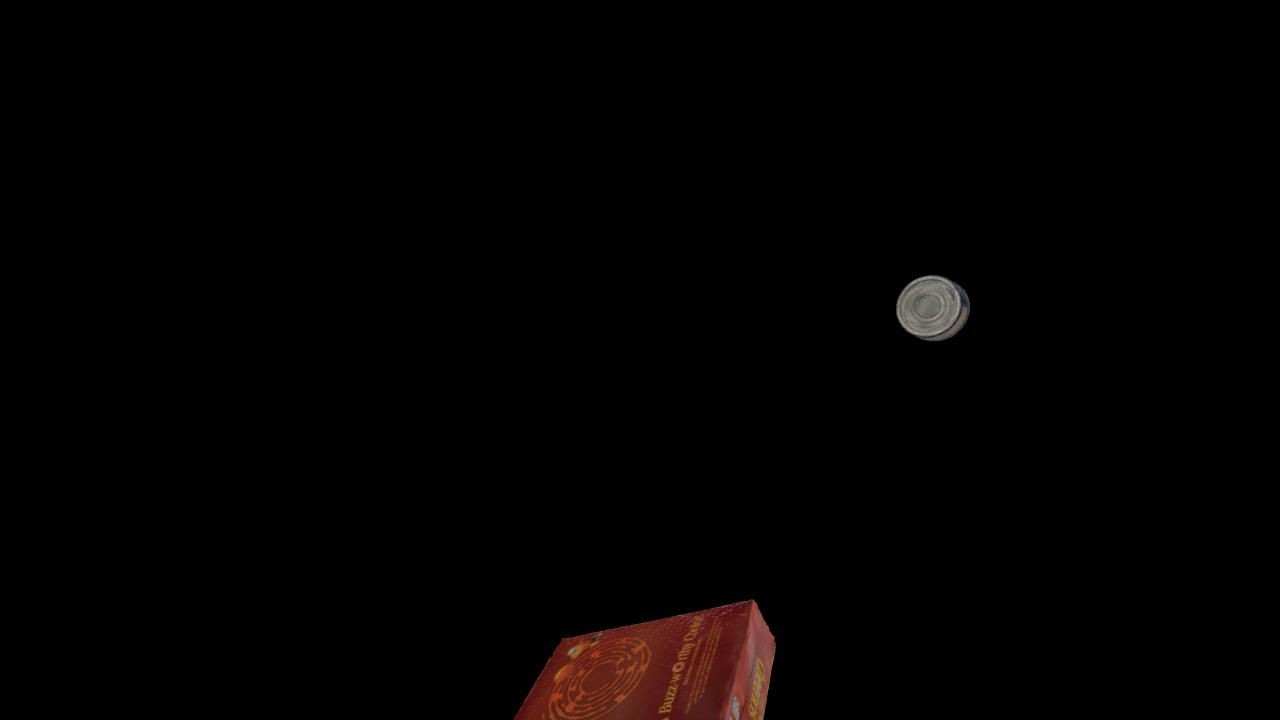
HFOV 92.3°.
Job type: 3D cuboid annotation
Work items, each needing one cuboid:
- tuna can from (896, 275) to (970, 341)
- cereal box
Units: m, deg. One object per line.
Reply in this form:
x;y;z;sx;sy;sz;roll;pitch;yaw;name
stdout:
0.382;-0.068;0.806;0.084;0.084;0.034;0;-7;43;tuna can
-0.003;0.403;0.729;0.306;0.081;0.203;-24;8;24;cereal box
